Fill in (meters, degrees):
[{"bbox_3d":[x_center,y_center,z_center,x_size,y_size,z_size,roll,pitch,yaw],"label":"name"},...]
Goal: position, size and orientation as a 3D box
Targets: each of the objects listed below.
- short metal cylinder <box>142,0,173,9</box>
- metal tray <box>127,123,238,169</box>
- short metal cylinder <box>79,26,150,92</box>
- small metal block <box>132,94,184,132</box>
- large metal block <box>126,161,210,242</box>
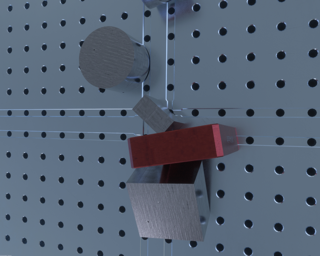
[{"bbox_3d":[-0.003,-0.197,0.384,0.050,0.080,0.080,-15,85,19],"label":"short metal cylinder"},{"bbox_3d":[0.033,0.019,0.344,0.090,0.130,0.030,-10,85,20],"label":"metal tray"},{"bbox_3d":[-0.061,-0.091,0.421,0.080,0.050,0.079,0,90,20],"label":"short metal cylinder"},{"bbox_3d":[-0.001,-0.015,0.399,0.050,0.050,0.025,44,100,15],"label":"small metal block"},{"bbox_3d":[0.013,0.088,0.380,0.080,0.050,0.079,-3,113,20],"label":"large metal block"}]
